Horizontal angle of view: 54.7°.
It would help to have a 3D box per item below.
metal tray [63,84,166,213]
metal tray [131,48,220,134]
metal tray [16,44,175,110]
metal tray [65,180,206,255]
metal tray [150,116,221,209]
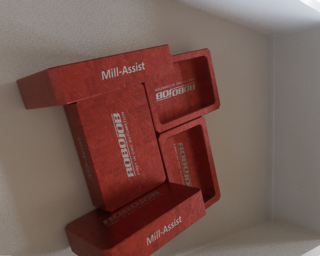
[{"bbox_3d":[-0.048,0.019,0.361,0.091,0.030,0.129,-22,104,-38],"label":"metal tray"},{"bbox_3d":[0.024,-0.054,0.423,0.131,0.030,0.089,-22,104,-38],"label":"metal tray"},{"bbox_3d":[-0.061,-0.052,0.310,0.131,0.090,0.030,-23,105,-38],"label":"metal tray"},{"bbox_3d":[-0.025,0.101,0.342,0.131,0.090,0.030,-22,105,-38],"label":"metal tray"},{"bbox_3d":[0.035,0.057,0.433,0.091,0.030,0.129,-22,104,-38],"label":"metal tray"}]
